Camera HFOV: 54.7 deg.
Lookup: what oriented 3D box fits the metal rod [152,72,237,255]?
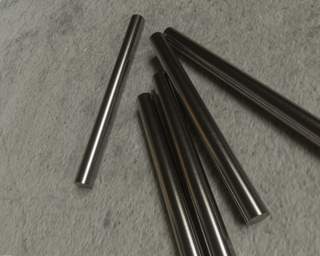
[{"bbox_3d":[0.036,0.043,0.357,0.025,0.025,0.299,-26,53,12],"label":"metal rod"}]

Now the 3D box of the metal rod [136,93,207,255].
[{"bbox_3d":[0.016,0.073,0.349,0.025,0.025,0.299,-27,53,11],"label":"metal rod"}]

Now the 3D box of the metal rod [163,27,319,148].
[{"bbox_3d":[0.096,-0.062,0.390,0.025,0.025,0.300,-43,51,-2],"label":"metal rod"}]

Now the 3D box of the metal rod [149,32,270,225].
[{"bbox_3d":[0.045,-0.024,0.385,0.025,0.025,0.299,-30,54,9],"label":"metal rod"}]

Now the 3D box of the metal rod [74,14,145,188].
[{"bbox_3d":[-0.070,-0.056,0.472,0.025,0.025,0.300,-1,61,27],"label":"metal rod"}]
